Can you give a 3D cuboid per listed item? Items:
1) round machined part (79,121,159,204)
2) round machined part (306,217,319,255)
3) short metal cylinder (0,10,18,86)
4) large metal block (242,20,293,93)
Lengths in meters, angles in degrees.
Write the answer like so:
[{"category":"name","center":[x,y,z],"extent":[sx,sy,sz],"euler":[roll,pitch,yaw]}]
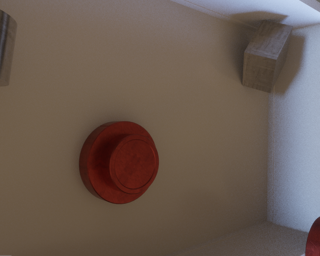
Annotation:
[{"category":"round machined part","center":[-0.040,0.040,0.364],"extent":[0.099,0.042,0.097],"euler":[0,90,-40]},{"category":"round machined part","center":[0.263,0.186,0.467],"extent":[0.099,0.042,0.097],"euler":[0,90,-40]},{"category":"short metal cylinder","center":[-0.158,-0.065,0.239],"extent":[0.081,0.080,0.050],"euler":[9,85,-40]},{"category":"large metal block","center":[0.180,-0.120,0.522],"extent":[0.080,0.050,0.080],"euler":[-58,154,-24]}]
